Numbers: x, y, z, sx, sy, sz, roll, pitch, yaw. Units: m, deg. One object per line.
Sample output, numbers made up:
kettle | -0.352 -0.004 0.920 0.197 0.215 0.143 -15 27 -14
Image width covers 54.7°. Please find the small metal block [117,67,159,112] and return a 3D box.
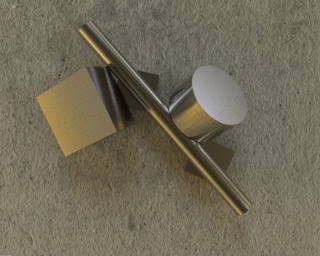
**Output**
small metal block | -0.031 -0.049 0.411 0.050 0.025 0.050 12 90 -1

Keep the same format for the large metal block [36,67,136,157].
large metal block | -0.090 -0.021 0.381 0.080 0.050 0.080 -25 91 23

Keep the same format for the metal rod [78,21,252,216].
metal rod | 0.007 -0.012 0.386 0.025 0.025 0.300 -41 91 0

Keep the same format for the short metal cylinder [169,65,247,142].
short metal cylinder | 0.058 -0.029 0.379 0.081 0.050 0.080 16 57 -25

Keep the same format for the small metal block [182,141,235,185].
small metal block | 0.064 0.042 0.412 0.050 0.025 0.050 24 90 -1
